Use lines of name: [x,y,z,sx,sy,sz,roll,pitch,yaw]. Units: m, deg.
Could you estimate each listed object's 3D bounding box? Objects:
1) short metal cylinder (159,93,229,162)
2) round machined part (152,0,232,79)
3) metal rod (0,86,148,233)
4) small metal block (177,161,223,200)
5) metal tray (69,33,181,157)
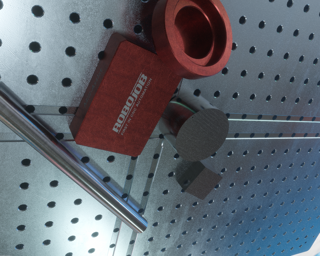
short metal cylinder: [0.045,-0.001,0.421,0.081,0.050,0.079,-14,124,-21]
round machined part: [0.030,-0.101,0.337,0.099,0.042,0.097,2,87,-37]
metal rod: [-0.098,0.062,0.396,0.025,0.025,0.300,-38,130,-3]
small metal block: [0.065,0.083,0.501,0.050,0.025,0.050,34,99,-39]
metal tray: [-0.039,-0.033,0.367,0.091,0.030,0.129,17,109,-35]
